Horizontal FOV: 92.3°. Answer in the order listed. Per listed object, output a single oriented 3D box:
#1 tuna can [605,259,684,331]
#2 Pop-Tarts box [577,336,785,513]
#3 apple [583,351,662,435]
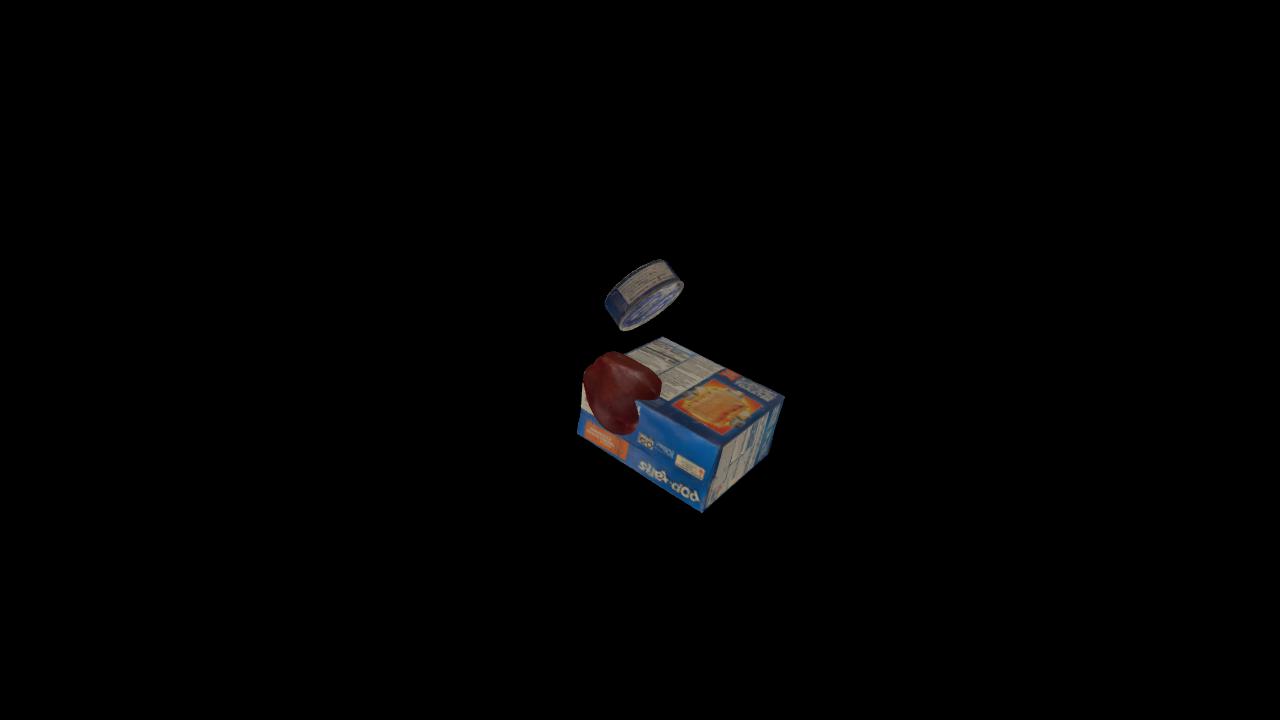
[{"bbox_3d":[0.004,-0.069,0.658,0.084,0.034,0.084,-34,-12,-8],"label":"tuna can"},{"bbox_3d":[0.042,0.059,0.655,0.167,0.083,0.141,28,33,28],"label":"Pop-Tarts box"},{"bbox_3d":[-0.016,0.037,0.632,0.093,0.079,0.079,42,11,13],"label":"apple"}]
